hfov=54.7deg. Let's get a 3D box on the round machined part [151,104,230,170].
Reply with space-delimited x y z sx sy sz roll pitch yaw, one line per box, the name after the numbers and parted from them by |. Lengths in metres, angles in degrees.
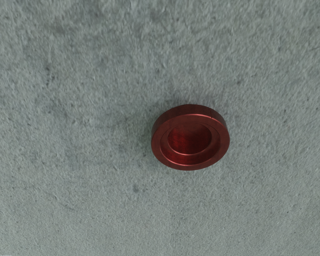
0.038 0.008 0.403 0.099 0.042 0.097 -1 130 0 | round machined part
